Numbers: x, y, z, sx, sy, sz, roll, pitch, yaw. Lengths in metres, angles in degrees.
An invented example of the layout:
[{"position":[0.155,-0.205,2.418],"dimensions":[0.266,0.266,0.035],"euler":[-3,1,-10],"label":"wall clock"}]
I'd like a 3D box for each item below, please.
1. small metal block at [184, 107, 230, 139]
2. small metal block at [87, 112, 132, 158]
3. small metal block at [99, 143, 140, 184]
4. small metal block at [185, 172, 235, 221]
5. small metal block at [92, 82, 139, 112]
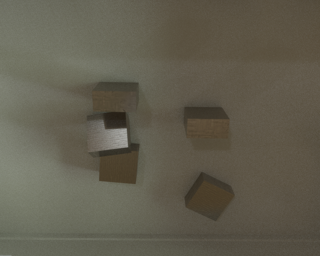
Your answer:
[{"position":[0.058,-0.008,0.395],"dimensions":[0.050,0.050,0.025],"euler":[1,110,-1],"label":"small metal block"},{"position":[-0.065,0.008,0.399],"dimensions":[0.050,0.025,0.050],"euler":[-8,69,2],"label":"small metal block"},{"position":[-0.056,0.047,0.428],"dimensions":[0.050,0.025,0.050],"euler":[5,110,-2],"label":"small metal block"},{"position":[0.071,0.099,0.448],"dimensions":[0.050,0.025,0.050],"euler":[27,108,-10],"label":"small metal block"},{"position":[-0.053,-0.039,0.383],"dimensions":[0.050,0.050,0.025],"euler":[1,110,-1],"label":"small metal block"}]
